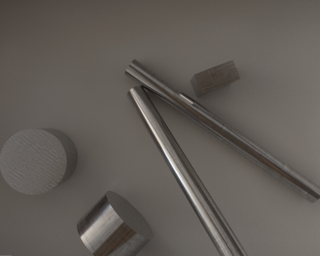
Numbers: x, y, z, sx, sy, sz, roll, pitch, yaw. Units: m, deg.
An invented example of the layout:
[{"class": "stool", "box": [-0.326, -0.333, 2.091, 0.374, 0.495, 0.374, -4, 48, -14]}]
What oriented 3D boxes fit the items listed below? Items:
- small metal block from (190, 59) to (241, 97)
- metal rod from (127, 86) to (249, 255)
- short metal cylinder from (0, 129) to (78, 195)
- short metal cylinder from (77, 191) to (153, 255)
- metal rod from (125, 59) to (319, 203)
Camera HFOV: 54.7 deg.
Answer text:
[{"class": "small metal block", "box": [0.069, -0.063, 0.400, 0.050, 0.050, 0.025, -21, 90, 0]}, {"class": "metal rod", "box": [0.038, 0.069, 0.352, 0.025, 0.025, 0.299, -31, 66, 0]}, {"class": "short metal cylinder", "box": [-0.153, 0.040, 0.397, 0.081, 0.050, 0.079, 0, 90, -1]}, {"class": "short metal cylinder", "box": [-0.055, 0.125, 0.383, 0.080, 0.080, 0.050, 44, 90, -1]}, {"class": "metal rod", "box": [0.084, 0.004, 0.412, 0.301, 0.025, 0.025, 35, 90, -1]}]
